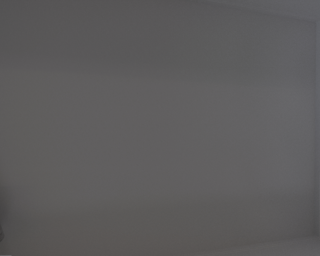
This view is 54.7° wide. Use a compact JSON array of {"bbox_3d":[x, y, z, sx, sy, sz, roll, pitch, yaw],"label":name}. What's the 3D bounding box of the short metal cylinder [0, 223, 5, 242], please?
[{"bbox_3d":[-0.205,0.101,0.306,0.081,0.080,0.050,-18,97,-19],"label":"short metal cylinder"}]
